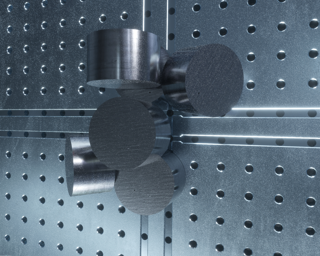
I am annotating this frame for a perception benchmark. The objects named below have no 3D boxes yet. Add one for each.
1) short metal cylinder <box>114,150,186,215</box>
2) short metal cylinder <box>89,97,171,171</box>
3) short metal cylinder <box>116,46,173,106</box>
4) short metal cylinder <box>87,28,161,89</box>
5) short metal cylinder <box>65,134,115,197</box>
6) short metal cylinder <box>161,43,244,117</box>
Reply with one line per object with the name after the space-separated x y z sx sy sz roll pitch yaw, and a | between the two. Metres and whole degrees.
-0.012 0.067 0.403 0.080 0.050 0.079 0 91 19 | short metal cylinder
-0.033 0.006 0.357 0.080 0.050 0.079 0 90 20 | short metal cylinder
-0.015 -0.069 0.404 0.080 0.050 0.079 0 91 20 | short metal cylinder
-0.040 -0.073 0.343 0.080 0.080 0.050 1 90 20 | short metal cylinder
-0.095 0.048 0.411 0.050 0.080 0.080 -2 89 -24 | short metal cylinder
0.049 -0.055 0.359 0.050 0.081 0.079 16 97 60 | short metal cylinder
